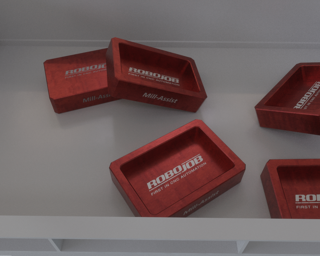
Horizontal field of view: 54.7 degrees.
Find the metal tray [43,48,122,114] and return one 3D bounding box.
[{"bbox_3d":[-0.100,-0.076,0.465,0.131,0.030,0.090,-15,52,-12],"label":"metal tray"}]

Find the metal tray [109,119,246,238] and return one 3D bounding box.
[{"bbox_3d":[0.020,0.052,0.358,0.131,0.030,0.090,-27,55,-21],"label":"metal tray"}]

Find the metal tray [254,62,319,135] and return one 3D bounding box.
[{"bbox_3d":[0.200,-0.045,0.414,0.131,0.030,0.090,-40,32,-29],"label":"metal tray"}]

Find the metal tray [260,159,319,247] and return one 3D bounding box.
[{"bbox_3d":[0.186,0.078,0.336,0.131,0.030,0.090,-1,50,-1],"label":"metal tray"}]

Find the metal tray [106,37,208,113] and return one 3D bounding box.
[{"bbox_3d":[-0.006,-0.073,0.430,0.131,0.030,0.090,9,46,-23],"label":"metal tray"}]
